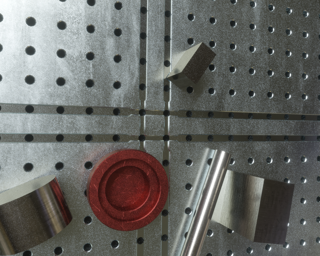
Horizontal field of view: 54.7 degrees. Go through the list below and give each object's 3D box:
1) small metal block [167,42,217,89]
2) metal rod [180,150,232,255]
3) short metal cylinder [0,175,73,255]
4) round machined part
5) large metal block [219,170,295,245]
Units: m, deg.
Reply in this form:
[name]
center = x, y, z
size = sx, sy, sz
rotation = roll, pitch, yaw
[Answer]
[small metal block]
center = 0.041, -0.082, 0.416
size = 0.025, 0.050, 0.050
rotation = 38, 78, -17
[metal rod]
center = 0.042, 0.175, 0.429
size = 0.025, 0.025, 0.299
rotation = 22, 82, -19
[short metal cylinder]
center = -0.142, 0.090, 0.331
size = 0.081, 0.080, 0.050
rotation = -22, 98, -19
[round machined part]
center = -0.042, 0.074, 0.389
size = 0.099, 0.042, 0.097
rotation = 0, 90, -21
[large metal block]
center = 0.133, 0.108, 0.435
size = 0.050, 0.080, 0.080
rotation = 13, 86, -20
